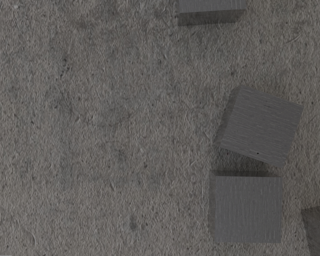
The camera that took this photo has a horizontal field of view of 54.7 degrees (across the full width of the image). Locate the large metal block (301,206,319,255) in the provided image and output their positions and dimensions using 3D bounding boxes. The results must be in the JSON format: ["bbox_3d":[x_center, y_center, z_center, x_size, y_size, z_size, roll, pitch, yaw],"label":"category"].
[{"bbox_3d":[0.240,0.143,0.399,0.080,0.050,0.080,-12,90,0],"label":"large metal block"}]

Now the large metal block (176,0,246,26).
[{"bbox_3d":[0.061,-0.181,0.398,0.080,0.050,0.080,-4,90,0],"label":"large metal block"}]

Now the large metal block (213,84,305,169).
[{"bbox_3d":[0.123,-0.002,0.398,0.080,0.050,0.080,19,90,0],"label":"large metal block"}]

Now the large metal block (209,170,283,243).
[{"bbox_3d":[0.107,0.098,0.398,0.081,0.050,0.080,1,90,0],"label":"large metal block"}]
